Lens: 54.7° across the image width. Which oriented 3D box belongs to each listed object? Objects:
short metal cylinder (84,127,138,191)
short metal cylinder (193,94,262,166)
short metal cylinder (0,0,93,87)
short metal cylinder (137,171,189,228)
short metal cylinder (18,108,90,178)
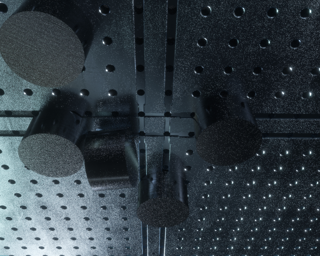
[{"bbox_3d":[-0.062,0.041,0.410,0.050,0.080,0.080,-7,130,5],"label":"short metal cylinder"},{"bbox_3d":[0.085,0.003,0.400,0.081,0.050,0.079,0,130,0],"label":"short metal cylinder"},{"bbox_3d":[-0.114,-0.089,0.318,0.081,0.050,0.079,0,130,0],"label":"short metal cylinder"},{"bbox_3d":[0.005,0.115,0.493,0.081,0.050,0.079,0,130,0],"label":"short metal cylinder"},{"bbox_3d":[-0.138,0.021,0.411,0.081,0.050,0.079,0,130,0],"label":"short metal cylinder"}]
